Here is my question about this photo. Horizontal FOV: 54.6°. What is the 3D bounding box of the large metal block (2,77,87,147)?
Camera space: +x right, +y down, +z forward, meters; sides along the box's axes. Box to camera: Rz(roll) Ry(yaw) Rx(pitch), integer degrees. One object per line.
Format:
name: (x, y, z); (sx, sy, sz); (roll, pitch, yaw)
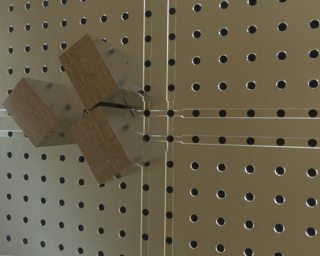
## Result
large metal block: (-0.156, -0.021, 0.439); (0.050, 0.080, 0.080); (-46, 76, 14)

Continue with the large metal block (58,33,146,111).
large metal block: (-0.073, -0.067, 0.410); (0.050, 0.080, 0.080); (-33, 79, 17)

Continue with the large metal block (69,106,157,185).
large metal block: (-0.058, 0.020, 0.404); (0.050, 0.080, 0.080); (-34, 79, 17)
